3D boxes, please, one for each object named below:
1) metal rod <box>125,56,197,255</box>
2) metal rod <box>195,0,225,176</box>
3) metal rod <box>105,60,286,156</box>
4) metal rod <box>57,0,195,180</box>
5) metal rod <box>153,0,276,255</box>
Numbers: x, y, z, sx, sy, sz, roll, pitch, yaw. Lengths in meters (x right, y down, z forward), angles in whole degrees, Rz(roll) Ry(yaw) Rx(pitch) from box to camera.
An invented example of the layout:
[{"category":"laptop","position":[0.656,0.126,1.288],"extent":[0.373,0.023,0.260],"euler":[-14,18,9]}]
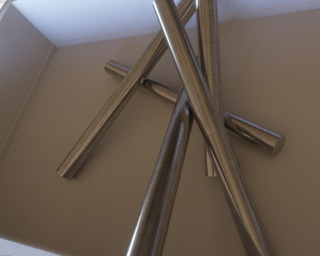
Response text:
[{"category":"metal rod","position":[0.020,0.002,0.321],"extent":[0.025,0.025,0.301],"euler":[-10,34,23]},{"category":"metal rod","position":[0.055,-0.096,0.354],"extent":[0.025,0.025,0.298],"euler":[-5,86,26]},{"category":"metal rod","position":[0.023,-0.041,0.418],"extent":[0.300,0.025,0.025],"euler":[30,78,37]},{"category":"metal rod","position":[-0.046,-0.055,0.434],"extent":[0.025,0.025,0.299],"euler":[37,91,38]},{"category":"metal rod","position":[0.049,-0.012,0.322],"extent":[0.025,0.025,0.299],"euler":[-23,73,14]}]
